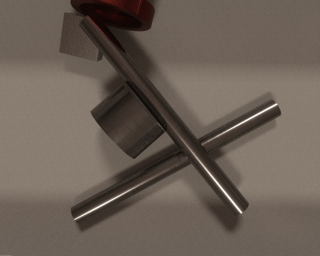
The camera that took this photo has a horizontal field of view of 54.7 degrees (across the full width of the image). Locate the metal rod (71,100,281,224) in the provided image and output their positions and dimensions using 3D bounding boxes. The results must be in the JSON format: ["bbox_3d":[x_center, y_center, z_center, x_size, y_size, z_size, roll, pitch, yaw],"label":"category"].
[{"bbox_3d":[0.022,0.044,0.411,0.301,0.025,0.025,-28,90,-1],"label":"metal rod"}]

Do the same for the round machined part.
[{"bbox_3d":[-0.053,-0.155,0.373,0.099,0.098,0.042,14,93,-1],"label":"round machined part"}]

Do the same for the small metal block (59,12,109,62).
[{"bbox_3d":[-0.099,-0.118,0.403,0.050,0.025,0.050,14,109,-1],"label":"small metal block"}]

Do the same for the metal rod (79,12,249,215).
[{"bbox_3d":[0.008,-0.014,0.382,0.025,0.025,0.300,-39,94,0],"label":"metal rod"}]

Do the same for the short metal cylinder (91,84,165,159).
[{"bbox_3d":[-0.039,-0.008,0.383,0.050,0.080,0.080,-42,91,0],"label":"short metal cylinder"}]
